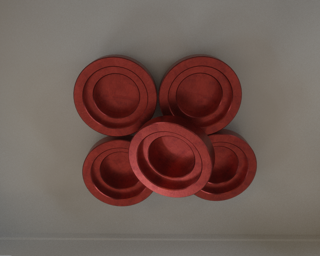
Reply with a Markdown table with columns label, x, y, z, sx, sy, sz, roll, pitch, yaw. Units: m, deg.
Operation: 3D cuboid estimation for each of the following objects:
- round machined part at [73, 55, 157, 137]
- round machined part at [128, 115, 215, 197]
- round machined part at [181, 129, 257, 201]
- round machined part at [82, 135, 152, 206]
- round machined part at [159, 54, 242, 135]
| label | x | y | z | sx | sy | sz | roll | pitch | yaw |
| --- | --- | --- | --- | --- | --- | --- | --- | --- | --- |
| round machined part | -0.053 | -0.042 | 0.384 | 0.099 | 0.042 | 0.097 | 0 | 110 | -1 |
| round machined part | 0.016 | 0.030 | 0.366 | 0.098 | 0.042 | 0.097 | 8 | 116 | 16 |
| round machined part | 0.076 | 0.046 | 0.418 | 0.099 | 0.042 | 0.097 | 0 | 110 | -1 |
| round machined part | -0.051 | 0.053 | 0.419 | 0.099 | 0.042 | 0.097 | 0 | 110 | -1 |
| round machined part | 0.048 | -0.043 | 0.385 | 0.099 | 0.042 | 0.097 | 0 | 110 | -1 |
